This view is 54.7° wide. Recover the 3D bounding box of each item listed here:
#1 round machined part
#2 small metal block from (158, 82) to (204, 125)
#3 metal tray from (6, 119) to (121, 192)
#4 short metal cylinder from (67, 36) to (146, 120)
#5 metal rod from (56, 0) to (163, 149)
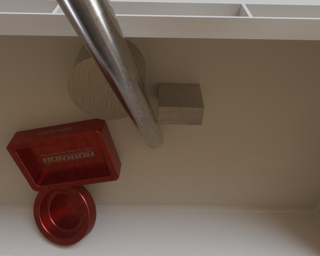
[{"bbox_3d":[-0.143,0.128,0.483,0.098,0.042,0.097,1,94,17],"label":"round machined part"},{"bbox_3d":[0.023,-0.029,0.368,0.050,0.050,0.025,2,130,-2],"label":"small metal block"},{"bbox_3d":[-0.129,0.040,0.432,0.131,0.030,0.089,-9,125,7],"label":"metal tray"},{"bbox_3d":[-0.057,-0.055,0.345,0.081,0.050,0.079,0,130,0],"label":"short metal cylinder"},{"bbox_3d":[-0.025,-0.030,0.278,0.025,0.025,0.300,-6,162,5],"label":"metal rod"}]
